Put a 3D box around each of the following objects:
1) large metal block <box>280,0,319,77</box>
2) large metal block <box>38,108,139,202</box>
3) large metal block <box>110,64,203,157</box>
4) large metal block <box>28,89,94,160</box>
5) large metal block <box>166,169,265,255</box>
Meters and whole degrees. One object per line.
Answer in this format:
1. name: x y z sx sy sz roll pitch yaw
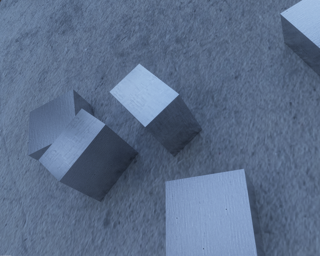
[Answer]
1. large metal block: 0.199 -0.114 0.354 0.080 0.050 0.080 -31 52 8
2. large metal block: -0.086 0.036 0.390 0.050 0.080 0.080 30 78 37
3. large metal block: -0.004 -0.021 0.382 0.050 0.080 0.080 -45 51 -3
4. large metal block: -0.144 0.002 0.460 0.080 0.050 0.080 -25 53 12
5. large metal block: 0.053 0.092 0.303 0.080 0.050 0.080 -13 56 20
